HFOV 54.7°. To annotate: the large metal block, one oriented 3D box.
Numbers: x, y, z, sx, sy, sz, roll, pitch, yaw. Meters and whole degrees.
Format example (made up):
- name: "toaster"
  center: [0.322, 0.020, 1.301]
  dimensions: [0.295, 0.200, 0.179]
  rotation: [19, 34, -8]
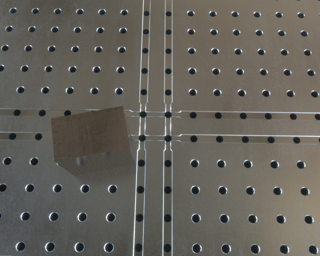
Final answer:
- name: "large metal block"
  center: [-0.076, 0.019, 0.375]
  dimensions: [0.081, 0.080, 0.050]
  rotation: [-10, 71, -4]
